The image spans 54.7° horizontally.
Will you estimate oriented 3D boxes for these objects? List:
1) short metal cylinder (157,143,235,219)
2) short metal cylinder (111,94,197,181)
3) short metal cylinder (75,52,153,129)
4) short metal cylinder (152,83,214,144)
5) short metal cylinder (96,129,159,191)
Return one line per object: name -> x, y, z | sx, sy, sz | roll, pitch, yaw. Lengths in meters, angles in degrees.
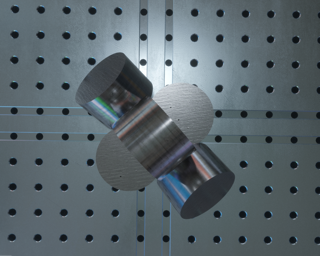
short metal cylinder -> 0.044, 0.065, 0.379 | 0.080, 0.080, 0.050 | -41, 55, 0
short metal cylinder -> -0.006, 0.010, 0.334 | 0.050, 0.080, 0.080 | -41, 91, 0
short metal cylinder -> -0.056, -0.045, 0.378 | 0.080, 0.080, 0.050 | -46, 125, 0
short metal cylinder -> 0.025, -0.016, 0.400 | 0.081, 0.050, 0.079 | 0, 90, -1
short metal cylinder -> -0.037, 0.037, 0.400 | 0.081, 0.050, 0.079 | 0, 90, -1
